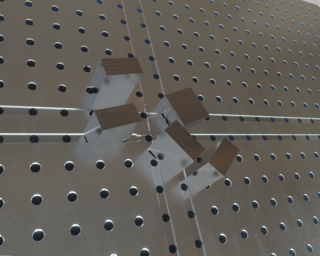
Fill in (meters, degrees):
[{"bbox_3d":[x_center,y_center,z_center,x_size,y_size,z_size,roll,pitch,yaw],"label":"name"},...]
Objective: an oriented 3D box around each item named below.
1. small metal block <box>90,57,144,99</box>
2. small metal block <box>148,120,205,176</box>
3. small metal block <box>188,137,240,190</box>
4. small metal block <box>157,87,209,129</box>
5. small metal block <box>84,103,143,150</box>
[{"bbox_3d":[-0.057,-0.065,0.401,0.050,0.050,0.025,-11,67,-33],"label":"small metal block"},{"bbox_3d":[0.019,0.026,0.386,0.050,0.050,0.025,46,51,4],"label":"small metal block"},{"bbox_3d":[0.069,0.046,0.401,0.025,0.050,0.050,42,51,0],"label":"small metal block"},{"bbox_3d":[0.033,-0.026,0.441,0.050,0.025,0.050,-22,74,-36],"label":"small metal block"},{"bbox_3d":[-0.056,-0.002,0.363,0.050,0.050,0.025,-15,70,-34],"label":"small metal block"}]
